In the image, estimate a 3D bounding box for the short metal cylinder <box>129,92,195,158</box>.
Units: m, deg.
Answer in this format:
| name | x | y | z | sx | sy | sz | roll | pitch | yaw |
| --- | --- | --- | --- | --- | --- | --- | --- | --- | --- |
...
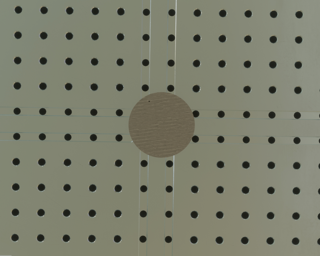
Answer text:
| name | x | y | z | sx | sy | sz | roll | pitch | yaw |
| --- | --- | --- | --- | --- | --- | --- | --- | --- | --- |
| short metal cylinder | 0.002 | -0.004 | 0.401 | 0.080 | 0.050 | 0.080 | 0 | 90 | 0 |
